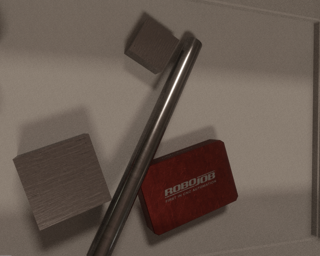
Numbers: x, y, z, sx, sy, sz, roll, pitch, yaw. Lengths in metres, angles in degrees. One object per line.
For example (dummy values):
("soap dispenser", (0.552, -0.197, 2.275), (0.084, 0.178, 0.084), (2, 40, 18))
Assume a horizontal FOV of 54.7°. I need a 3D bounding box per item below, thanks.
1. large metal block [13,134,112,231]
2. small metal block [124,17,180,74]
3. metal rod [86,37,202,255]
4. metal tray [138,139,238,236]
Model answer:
("large metal block", (-0.111, 0.057, 0.356), (0.081, 0.050, 0.080), (-20, 96, -19))
("small metal block", (-0.011, -0.107, 0.407), (0.050, 0.025, 0.050), (32, 80, -18))
("metal rod", (-0.011, 0.012, 0.383), (0.025, 0.025, 0.300), (30, 71, -18))
("metal tray", (0.036, 0.077, 0.422), (0.131, 0.030, 0.089), (-18, 96, -20))
